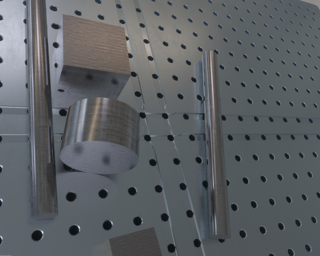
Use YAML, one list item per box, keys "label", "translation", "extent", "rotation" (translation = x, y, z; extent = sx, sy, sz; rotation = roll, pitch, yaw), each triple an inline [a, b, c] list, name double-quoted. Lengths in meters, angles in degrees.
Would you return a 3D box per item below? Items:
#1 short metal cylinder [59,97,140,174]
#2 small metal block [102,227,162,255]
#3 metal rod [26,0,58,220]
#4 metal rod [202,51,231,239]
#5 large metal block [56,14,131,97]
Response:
- label: "short metal cylinder"
  translation: [-0.062, 0.011, 0.333]
  extent: [0.081, 0.080, 0.050]
  rotation: [13, 56, -21]
- label: "small metal block"
  translation: [-0.026, 0.133, 0.313]
  extent: [0.050, 0.025, 0.050]
  rotation: [-5, 64, -31]
- label: "metal rod"
  translation: [-0.140, -0.047, 0.361]
  extent: [0.025, 0.025, 0.299]
  rotation: [2, 61, -28]
- label: "metal rod"
  translation: [0.078, 0.003, 0.448]
  extent: [0.025, 0.025, 0.300]
  rotation: [16, 55, -20]
- label: "large metal block"
  translation: [-0.088, -0.091, 0.400]
  extent: [0.081, 0.050, 0.080]
  rotation: [4, 60, -26]
